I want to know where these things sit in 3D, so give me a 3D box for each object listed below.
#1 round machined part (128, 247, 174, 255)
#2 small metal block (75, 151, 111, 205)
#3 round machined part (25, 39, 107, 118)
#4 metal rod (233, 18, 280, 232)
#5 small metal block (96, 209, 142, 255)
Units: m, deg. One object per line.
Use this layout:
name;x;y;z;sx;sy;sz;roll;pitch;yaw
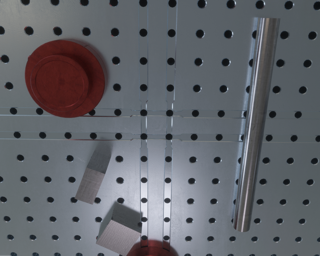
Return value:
round machined part;-0.015;0.243;0.494;0.099;0.042;0.097;0;110;0
small metal block;-0.091;0.067;0.424;0.025;0.050;0.050;21;109;-8
round machined part;-0.117;-0.058;0.382;0.099;0.042;0.097;0;110;0
metal rod;0.126;0.010;0.417;0.025;0.025;0.298;1;110;-1
small metal block;-0.062;0.160;0.472;0.050;0.025;0.050;29;107;-10
